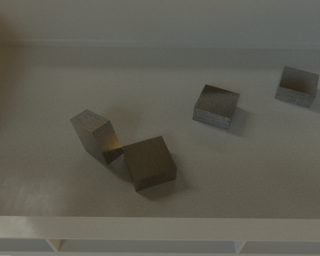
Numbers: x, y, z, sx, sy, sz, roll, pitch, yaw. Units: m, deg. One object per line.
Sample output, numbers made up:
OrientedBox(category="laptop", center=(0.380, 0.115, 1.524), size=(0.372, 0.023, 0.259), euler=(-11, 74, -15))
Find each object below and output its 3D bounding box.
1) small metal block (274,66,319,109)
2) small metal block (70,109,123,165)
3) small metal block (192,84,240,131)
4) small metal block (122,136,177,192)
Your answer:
OrientedBox(category="small metal block", center=(0.203, -0.061, 0.459), size=(0.050, 0.025, 0.050), euler=(18, 52, 14))
OrientedBox(category="small metal block", center=(-0.075, 0.010, 0.370), size=(0.025, 0.050, 0.050), euler=(-38, 40, -27))
OrientedBox(category="small metal block", center=(0.078, -0.029, 0.431), size=(0.050, 0.025, 0.050), euler=(19, 52, 14))
OrientedBox(category="small metal block", center=(-0.013, 0.042, 0.370), size=(0.050, 0.025, 0.050), euler=(-15, 52, -13))
